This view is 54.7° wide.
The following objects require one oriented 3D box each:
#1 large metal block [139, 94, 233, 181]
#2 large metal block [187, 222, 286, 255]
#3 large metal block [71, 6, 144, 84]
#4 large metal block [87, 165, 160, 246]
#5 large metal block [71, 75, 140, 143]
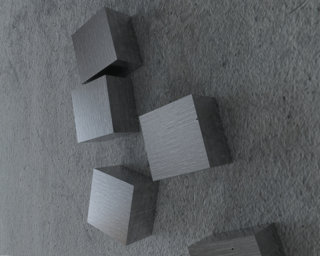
[{"bbox_3d":[0.029,0.013,0.365,0.080,0.050,0.080,-21,77,38],"label":"large metal block"},{"bbox_3d":[0.086,0.150,0.318,0.080,0.050,0.080,-27,73,37],"label":"large metal block"},{"bbox_3d":[-0.078,-0.114,0.454,0.080,0.050,0.080,-24,75,37],"label":"large metal block"},{"bbox_3d":[-0.052,0.103,0.432,0.080,0.050,0.079,14,99,39],"label":"large metal block"},{"bbox_3d":[-0.081,-0.025,0.456,0.080,0.050,0.080,-15,81,39],"label":"large metal block"}]
